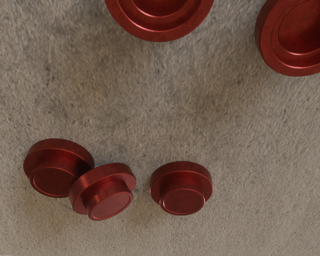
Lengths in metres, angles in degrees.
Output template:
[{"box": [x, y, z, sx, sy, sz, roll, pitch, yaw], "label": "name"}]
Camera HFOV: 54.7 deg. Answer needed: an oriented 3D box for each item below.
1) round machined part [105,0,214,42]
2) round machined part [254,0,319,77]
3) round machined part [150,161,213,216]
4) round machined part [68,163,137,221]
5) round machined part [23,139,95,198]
[{"box": [-0.001, -0.133, 0.283, 0.099, 0.042, 0.097, -1, 130, 0], "label": "round machined part"}, {"box": [0.144, -0.104, 0.310, 0.099, 0.042, 0.097, -1, 130, 0], "label": "round machined part"}, {"box": [0.033, 0.100, 0.482, 0.099, 0.042, 0.097, -1, 130, 0], "label": "round machined part"}, {"box": [-0.078, 0.098, 0.450, 0.099, 0.042, 0.097, -23, 146, -17], "label": "round machined part"}, {"box": [-0.148, 0.065, 0.449, 0.099, 0.042, 0.097, -1, 130, 0], "label": "round machined part"}]
